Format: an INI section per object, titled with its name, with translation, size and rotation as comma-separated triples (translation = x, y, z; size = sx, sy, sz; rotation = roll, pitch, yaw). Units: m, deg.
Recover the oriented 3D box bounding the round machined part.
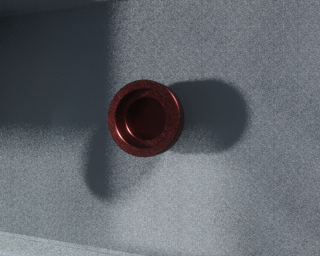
[round machined part]
translation = -0.015, -0.012, 0.407
size = 0.098, 0.042, 0.097
rotation = 0, 90, 20
